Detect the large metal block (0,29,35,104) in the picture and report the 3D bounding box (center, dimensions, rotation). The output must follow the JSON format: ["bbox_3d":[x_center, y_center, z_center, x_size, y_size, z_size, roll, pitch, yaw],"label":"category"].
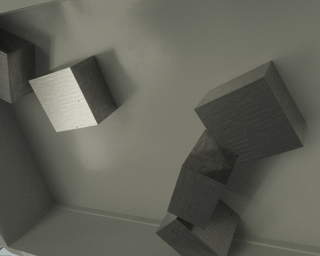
[{"bbox_3d":[-0.235,-0.095,0.458,0.080,0.050,0.079,25,128,12],"label":"large metal block"}]

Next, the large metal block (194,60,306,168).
[{"bbox_3d":[0.098,-0.013,0.333,0.080,0.050,0.080,-25,105,36],"label":"large metal block"}]

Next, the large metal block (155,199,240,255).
[{"bbox_3d":[0.054,0.133,0.427,0.080,0.080,0.050,41,129,0],"label":"large metal block"}]

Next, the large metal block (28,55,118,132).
[{"bbox_3d":[-0.118,-0.045,0.427,0.080,0.050,0.080,-9,114,32],"label":"large metal block"}]

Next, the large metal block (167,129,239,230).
[{"bbox_3d":[0.056,0.062,0.382,0.050,0.080,0.079,24,127,14],"label":"large metal block"}]
